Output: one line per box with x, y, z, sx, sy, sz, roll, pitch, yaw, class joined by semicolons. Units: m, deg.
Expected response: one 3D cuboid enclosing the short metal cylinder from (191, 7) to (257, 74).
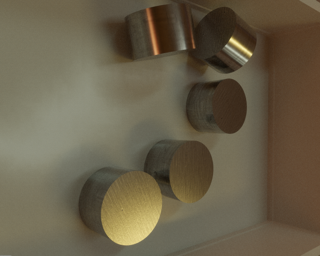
0.091;-0.126;0.449;0.050;0.080;0.080;23;75;-38;short metal cylinder

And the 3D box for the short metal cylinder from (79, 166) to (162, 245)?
-0.045;0.086;0.355;0.081;0.050;0.079;0;90;-40;short metal cylinder

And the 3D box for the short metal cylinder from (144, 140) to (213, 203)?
0.026;0.056;0.414;0.081;0.050;0.079;0;90;-40;short metal cylinder

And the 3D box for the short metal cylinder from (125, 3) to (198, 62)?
0.002;-0.113;0.374;0.081;0.080;0.050;-19;102;-39;short metal cylinder

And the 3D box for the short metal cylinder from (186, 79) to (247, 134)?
0.086;-0.032;0.465;0.081;0.050;0.079;0;90;-40;short metal cylinder
